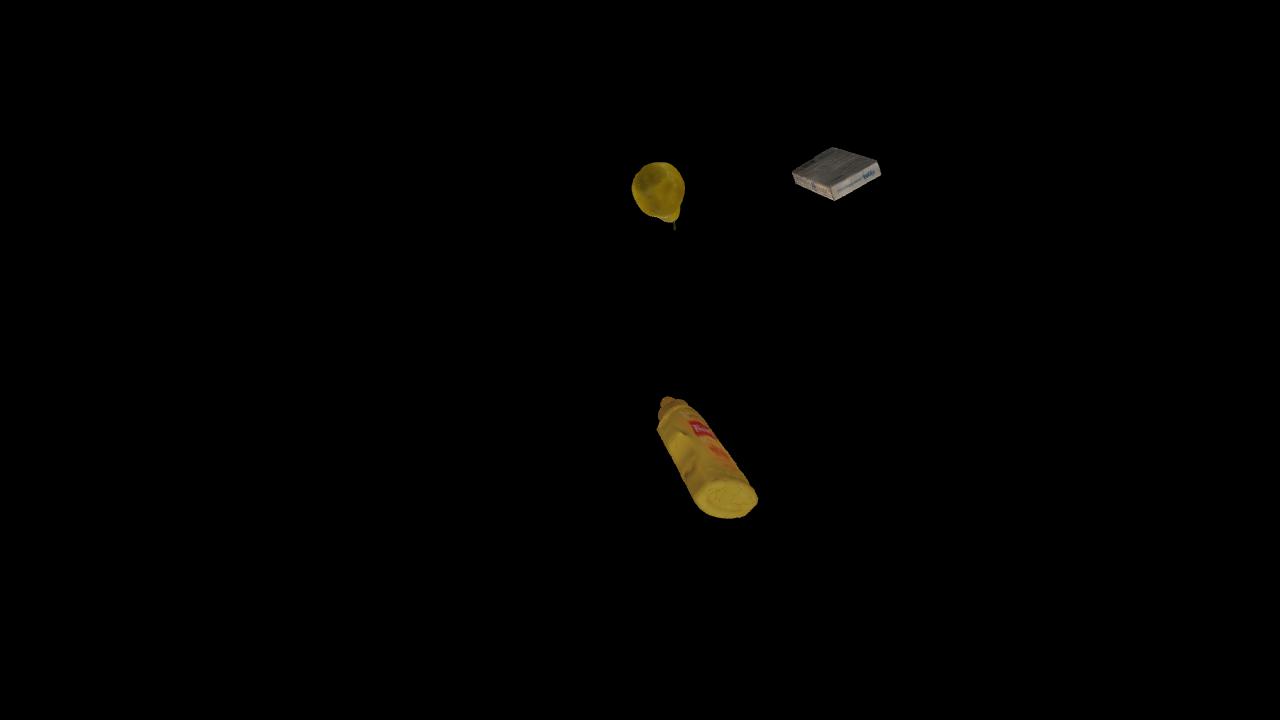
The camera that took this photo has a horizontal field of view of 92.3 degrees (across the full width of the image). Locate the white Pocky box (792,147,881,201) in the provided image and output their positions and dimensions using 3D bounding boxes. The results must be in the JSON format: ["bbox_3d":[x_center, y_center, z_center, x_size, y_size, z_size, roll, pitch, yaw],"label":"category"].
[{"bbox_3d":[0.314,-0.305,0.999,0.084,0.028,0.154,-30,28,4],"label":"white Pocky box"}]

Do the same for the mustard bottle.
[{"bbox_3d":[0.065,0.104,0.739,0.092,0.054,0.184,20,23,-33],"label":"mustard bottle"}]

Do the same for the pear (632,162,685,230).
[{"bbox_3d":[0.035,-0.232,0.887,0.080,0.080,0.111,0,-16,21],"label":"pear"}]
